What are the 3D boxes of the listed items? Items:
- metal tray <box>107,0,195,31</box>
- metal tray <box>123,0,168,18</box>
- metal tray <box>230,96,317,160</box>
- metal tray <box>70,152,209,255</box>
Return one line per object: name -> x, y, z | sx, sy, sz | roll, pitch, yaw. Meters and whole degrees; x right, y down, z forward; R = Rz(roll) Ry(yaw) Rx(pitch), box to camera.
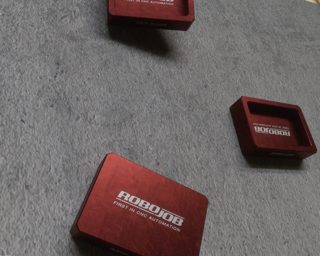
metal tray -> -0.015, -0.203, 0.479 | 0.131, 0.030, 0.090 | 0, 79, -13
metal tray -> -0.047, -0.257, 0.532 | 0.130, 0.030, 0.090 | 37, 51, -4
metal tray -> 0.182, 0.001, 0.497 | 0.131, 0.030, 0.090 | 6, 59, -25
metal tray -> -0.016, 0.094, 0.334 | 0.131, 0.030, 0.090 | 27, 52, -12
